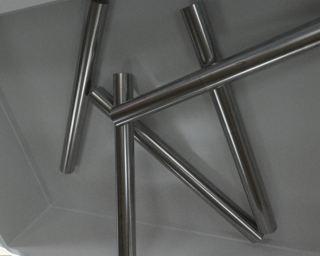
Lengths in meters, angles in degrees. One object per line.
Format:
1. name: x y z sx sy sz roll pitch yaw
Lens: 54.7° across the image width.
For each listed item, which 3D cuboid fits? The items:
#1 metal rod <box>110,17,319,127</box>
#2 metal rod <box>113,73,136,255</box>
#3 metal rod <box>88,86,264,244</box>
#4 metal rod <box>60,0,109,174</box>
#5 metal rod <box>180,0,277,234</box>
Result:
1. metal rod: 0.075 -0.060 0.304 0.300 0.025 0.025 -20 108 26
2. metal rod: -0.045 0.080 0.403 0.025 0.025 0.298 1 94 27
3. metal rod: 0.023 0.051 0.427 0.300 0.025 0.025 41 129 -1
4. metal rod: -0.116 -0.038 0.445 0.025 0.025 0.298 30 128 9
5. metal rod: 0.088 0.004 0.364 0.025 0.025 0.299 -10 113 32
